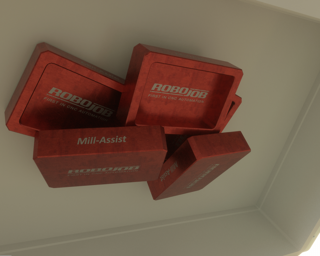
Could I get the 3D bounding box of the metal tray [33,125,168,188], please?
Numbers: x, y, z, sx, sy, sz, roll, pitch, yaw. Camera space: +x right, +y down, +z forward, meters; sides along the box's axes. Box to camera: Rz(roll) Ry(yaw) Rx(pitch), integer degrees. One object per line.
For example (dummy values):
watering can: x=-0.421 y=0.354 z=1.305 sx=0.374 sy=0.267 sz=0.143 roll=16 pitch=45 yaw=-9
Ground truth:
metal tray: x=-0.063 y=0.034 z=0.347 sx=0.131 sy=0.030 sz=0.090 roll=-3 pitch=151 yaw=-10

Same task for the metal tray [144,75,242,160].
metal tray: x=0.042 y=-0.006 z=0.425 sx=0.091 sy=0.030 sz=0.129 roll=21 pitch=107 yaw=-37

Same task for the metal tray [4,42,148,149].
metal tray: x=-0.086 y=-0.024 z=0.341 sx=0.131 sy=0.030 sz=0.090 roll=21 pitch=107 yaw=-37

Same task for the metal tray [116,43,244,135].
metal tray: x=0.024 y=-0.038 z=0.355 sx=0.131 sy=0.030 sz=0.089 roll=3 pitch=117 yaw=-31

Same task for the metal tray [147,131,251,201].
metal tray: x=0.049 y=0.054 z=0.424 sx=0.091 sy=0.030 sz=0.129 roll=-5 pitch=150 yaw=-33
